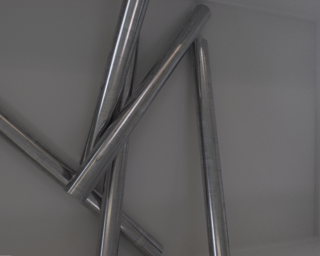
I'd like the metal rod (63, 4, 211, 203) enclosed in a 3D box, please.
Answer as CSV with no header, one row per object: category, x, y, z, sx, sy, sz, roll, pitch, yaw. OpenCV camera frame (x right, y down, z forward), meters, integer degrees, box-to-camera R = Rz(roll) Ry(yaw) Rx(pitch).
metal rod,-0.014,-0.046,0.373,0.025,0.025,0.300,40,66,-16

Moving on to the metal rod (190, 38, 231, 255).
metal rod,0.063,0.027,0.397,0.025,0.025,0.299,1,76,-20

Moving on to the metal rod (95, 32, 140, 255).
metal rod,-0.050,0.023,0.373,0.025,0.025,0.299,8,81,-20

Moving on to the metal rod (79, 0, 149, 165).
metal rod,-0.039,-0.085,0.324,0.025,0.025,0.298,12,114,-20

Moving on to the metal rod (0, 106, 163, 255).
metal rod,-0.108,0.062,0.370,0.300,0.025,0.025,45,76,-15
